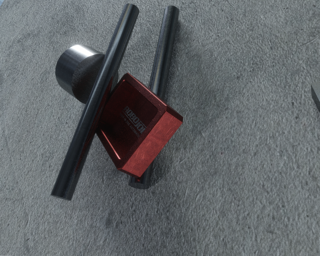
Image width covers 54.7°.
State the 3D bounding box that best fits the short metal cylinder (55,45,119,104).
[{"bbox_3d":[-0.112,-0.082,0.478,0.050,0.080,0.080,33,80,38],"label":"short metal cylinder"}]

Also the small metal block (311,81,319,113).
[{"bbox_3d":[0.192,-0.029,0.321,0.050,0.025,0.050,-19,54,17],"label":"small metal block"}]

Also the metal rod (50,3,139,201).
[{"bbox_3d":[-0.082,-0.050,0.428,0.025,0.025,0.299,3,65,29],"label":"metal rod"}]

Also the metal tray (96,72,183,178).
[{"bbox_3d":[-0.036,-0.009,0.395,0.090,0.030,0.130,-52,38,6],"label":"metal tray"}]

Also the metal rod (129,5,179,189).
[{"bbox_3d":[-0.003,-0.061,0.442,0.025,0.025,0.300,-5,59,26],"label":"metal rod"}]
